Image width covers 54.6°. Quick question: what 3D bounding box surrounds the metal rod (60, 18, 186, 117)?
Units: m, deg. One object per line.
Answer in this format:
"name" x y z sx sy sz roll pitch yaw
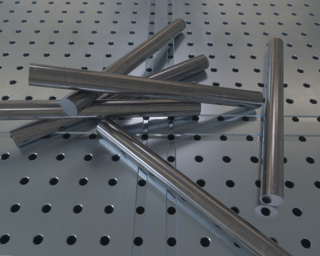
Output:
"metal rod" -0.035 -0.106 0.463 0.025 0.025 0.301 23 43 18

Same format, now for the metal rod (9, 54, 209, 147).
"metal rod" -0.058 -0.046 0.446 0.302 0.025 0.025 -25 54 -20

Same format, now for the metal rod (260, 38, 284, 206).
"metal rod" 0.160 -0.032 0.435 0.025 0.025 0.300 11 51 9

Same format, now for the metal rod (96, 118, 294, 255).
"metal rod" 0.037 0.075 0.345 0.300 0.025 0.025 35 58 25

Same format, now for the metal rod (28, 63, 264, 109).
"metal rod" -0.001 -0.049 0.391 0.302 0.025 0.025 4 48 -20

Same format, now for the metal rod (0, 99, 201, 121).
"metal rod" -0.094 -0.025 0.401 0.302 0.025 0.025 -2 50 -12
